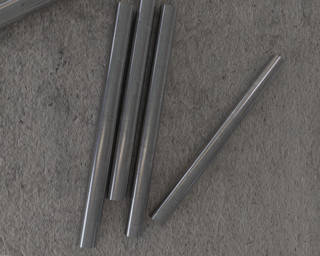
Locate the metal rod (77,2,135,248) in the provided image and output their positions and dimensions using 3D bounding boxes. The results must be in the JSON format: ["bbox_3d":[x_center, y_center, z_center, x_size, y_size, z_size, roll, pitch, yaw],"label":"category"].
[{"bbox_3d":[-0.066,-0.006,0.384,0.025,0.025,0.298,10,87,-20],"label":"metal rod"}]

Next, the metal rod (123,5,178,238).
[{"bbox_3d":[-0.012,-0.011,0.404,0.025,0.025,0.298,10,87,-20],"label":"metal rod"}]

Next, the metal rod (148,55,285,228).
[{"bbox_3d":[0.087,0.010,0.440,0.025,0.025,0.300,43,76,-15],"label":"metal rod"}]

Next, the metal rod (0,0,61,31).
[{"bbox_3d":[-0.143,-0.147,0.355,0.301,0.025,0.025,-35,102,-17],"label":"metal rod"}]

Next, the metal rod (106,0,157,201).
[{"bbox_3d":[-0.033,-0.059,0.396,0.025,0.025,0.298,10,87,-20],"label":"metal rod"}]
